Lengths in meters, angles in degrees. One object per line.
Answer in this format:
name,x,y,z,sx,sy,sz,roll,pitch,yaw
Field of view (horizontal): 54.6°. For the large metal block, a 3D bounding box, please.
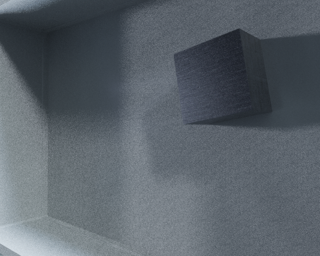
large metal block,0.067,-0.050,0.336,0.080,0.050,0.080,-12,82,39
